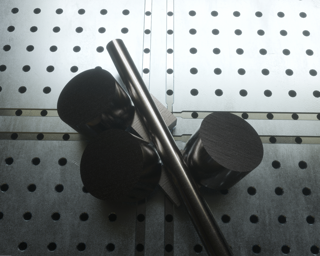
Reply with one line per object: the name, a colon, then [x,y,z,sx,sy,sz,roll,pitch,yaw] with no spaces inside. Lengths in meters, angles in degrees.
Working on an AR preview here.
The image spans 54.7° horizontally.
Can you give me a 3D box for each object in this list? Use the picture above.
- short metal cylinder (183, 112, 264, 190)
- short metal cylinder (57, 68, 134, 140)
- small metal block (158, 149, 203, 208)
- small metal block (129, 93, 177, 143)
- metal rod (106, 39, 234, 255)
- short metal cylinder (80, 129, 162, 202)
short metal cylinder: [0.074,0.027,0.372,0.081,0.050,0.080,11,53,-15]
short metal cylinder: [-0.080,-0.028,0.389,0.080,0.050,0.080,-10,60,18]
small metal block: [0.024,0.063,0.385,0.050,0.025,0.050,-38,75,-13]
small metal block: [-0.013,-0.009,0.411,0.050,0.025,0.050,-41,75,-14]
metal rod: [0.003,0.014,0.376,0.025,0.025,0.299,-24,72,-9]
short metal cylinder: [-0.045,0.045,0.363,0.080,0.050,0.080,-6,73,21]
